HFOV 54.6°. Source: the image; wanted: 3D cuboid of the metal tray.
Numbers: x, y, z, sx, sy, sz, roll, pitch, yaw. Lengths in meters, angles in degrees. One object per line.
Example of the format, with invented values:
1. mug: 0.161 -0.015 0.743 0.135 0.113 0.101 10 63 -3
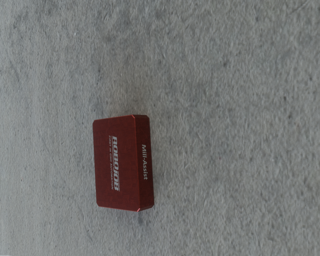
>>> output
1. metal tray: -0.055 0.049 0.448 0.090 0.030 0.129 -6 86 40
